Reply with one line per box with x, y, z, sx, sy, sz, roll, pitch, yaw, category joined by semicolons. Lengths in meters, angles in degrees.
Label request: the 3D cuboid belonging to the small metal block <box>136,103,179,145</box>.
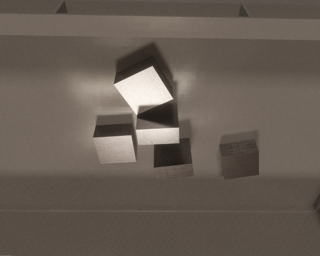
-0.002;-0.006;0.388;0.050;0.050;0.025;-3;130;2;small metal block

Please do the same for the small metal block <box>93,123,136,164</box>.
-0.060;0.022;0.427;0.050;0.025;0.050;-4;130;2;small metal block

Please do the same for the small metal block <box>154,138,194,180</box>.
0.019;0.042;0.429;0.050;0.050;0.025;-7;130;5;small metal block

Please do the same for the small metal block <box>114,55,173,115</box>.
-0.018;-0.050;0.367;0.050;0.025;0.050;-23;127;17;small metal block

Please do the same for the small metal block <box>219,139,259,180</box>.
0.115;0.046;0.450;0.050;0.025;0.050;-9;130;7;small metal block
